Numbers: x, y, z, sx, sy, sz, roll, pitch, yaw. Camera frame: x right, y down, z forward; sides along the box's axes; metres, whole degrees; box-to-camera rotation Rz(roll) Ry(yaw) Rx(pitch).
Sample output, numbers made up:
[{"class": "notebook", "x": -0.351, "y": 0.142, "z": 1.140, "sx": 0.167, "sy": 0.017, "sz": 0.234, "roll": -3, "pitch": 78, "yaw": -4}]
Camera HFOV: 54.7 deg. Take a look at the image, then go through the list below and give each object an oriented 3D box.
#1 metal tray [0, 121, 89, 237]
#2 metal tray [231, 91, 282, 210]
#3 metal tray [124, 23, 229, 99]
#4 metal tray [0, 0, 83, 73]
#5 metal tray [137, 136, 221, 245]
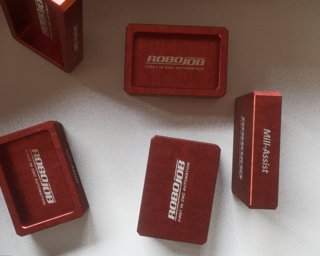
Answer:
[{"class": "metal tray", "x": -0.158, "y": 0.064, "z": 0.407, "sx": 0.090, "sy": 0.030, "sz": 0.129, "roll": -19, "pitch": 90, "yaw": 0}, {"class": "metal tray", "x": 0.115, "y": 0.024, "z": 0.379, "sx": 0.030, "sy": 0.090, "sz": 0.129, "roll": 2, "pitch": 90, "yaw": 0}, {"class": "metal tray", "x": 0.021, "y": -0.086, "z": 0.408, "sx": 0.131, "sy": 0.030, "sz": 0.089, "roll": 2, "pitch": 90, "yaw": 0}, {"class": "metal tray", "x": -0.135, "y": -0.127, "z": 0.357, "sx": 0.090, "sy": 0.129, "sz": 0.030, "roll": 33, "pitch": 67, "yaw": 0}, {"class": "metal tray", "x": 0.024, "y": 0.080, "z": 0.409, "sx": 0.091, "sy": 0.030, "sz": 0.129, "roll": 9, "pitch": 90, "yaw": 0}]
